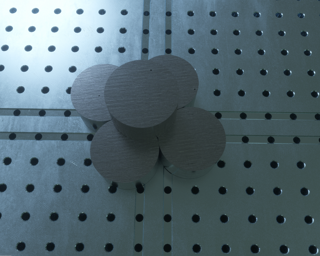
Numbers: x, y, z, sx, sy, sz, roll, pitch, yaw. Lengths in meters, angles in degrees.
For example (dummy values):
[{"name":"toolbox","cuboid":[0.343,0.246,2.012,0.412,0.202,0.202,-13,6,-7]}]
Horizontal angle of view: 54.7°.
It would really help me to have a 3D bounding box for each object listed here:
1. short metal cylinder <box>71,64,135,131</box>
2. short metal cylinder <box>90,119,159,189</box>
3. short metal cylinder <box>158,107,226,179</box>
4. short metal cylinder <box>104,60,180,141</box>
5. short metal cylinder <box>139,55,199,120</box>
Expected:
[{"name":"short metal cylinder","cuboid":[-0.071,-0.037,0.410,0.081,0.050,0.080,0,70,0]},{"name":"short metal cylinder","cuboid":[-0.041,0.033,0.385,0.081,0.050,0.080,0,70,0]},{"name":"short metal cylinder","cuboid":[0.038,0.020,0.391,0.081,0.050,0.080,0,70,0]},{"name":"short metal cylinder","cuboid":[-0.020,-0.030,0.354,0.081,0.050,0.080,0,71,-1]},{"name":"short metal cylinder","cuboid":[0.009,-0.050,0.416,0.081,0.050,0.080,0,70,0]}]
